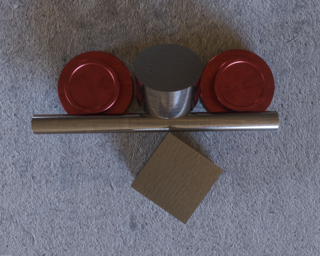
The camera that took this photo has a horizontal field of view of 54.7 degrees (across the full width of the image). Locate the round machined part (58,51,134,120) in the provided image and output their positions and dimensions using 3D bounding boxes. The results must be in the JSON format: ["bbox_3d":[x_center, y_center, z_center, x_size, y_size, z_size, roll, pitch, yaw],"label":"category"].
[{"bbox_3d":[-0.084,-0.052,0.401,0.099,0.042,0.097,0,90,0],"label":"round machined part"}]

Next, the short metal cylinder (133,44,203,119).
[{"bbox_3d":[0.010,-0.057,0.380,0.080,0.050,0.080,0,55,0],"label":"short metal cylinder"}]

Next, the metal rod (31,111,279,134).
[{"bbox_3d":[-0.005,-0.007,0.390,0.302,0.025,0.025,-1,90,0],"label":"metal rod"}]

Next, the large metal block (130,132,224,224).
[{"bbox_3d":[0.021,0.060,0.397,0.080,0.050,0.080,35,90,0],"label":"large metal block"}]

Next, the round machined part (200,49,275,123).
[{"bbox_3d":[0.101,-0.054,0.404,0.099,0.042,0.097,0,90,0],"label":"round machined part"}]
